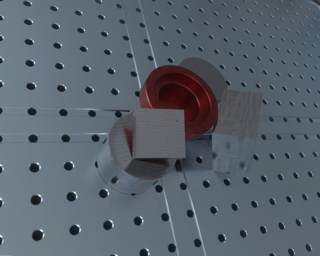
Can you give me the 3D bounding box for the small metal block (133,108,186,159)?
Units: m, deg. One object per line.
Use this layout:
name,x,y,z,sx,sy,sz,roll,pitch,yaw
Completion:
small metal block,-0.002,0.007,0.322,0.050,0.025,0.050,1,80,-14

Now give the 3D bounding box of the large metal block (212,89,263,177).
large metal block,0.103,0.007,0.416,0.050,0.080,0.080,9,50,18

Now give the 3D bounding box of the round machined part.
round machined part,0.020,-0.027,0.386,0.099,0.042,0.098,14,56,-21

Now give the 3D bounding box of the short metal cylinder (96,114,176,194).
short metal cylinder,-0.027,0.030,0.358,0.081,0.050,0.080,14,56,-21

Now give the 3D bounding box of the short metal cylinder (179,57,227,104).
short metal cylinder,0.050,-0.056,0.453,0.081,0.050,0.080,14,56,-21
